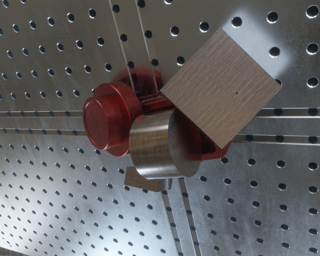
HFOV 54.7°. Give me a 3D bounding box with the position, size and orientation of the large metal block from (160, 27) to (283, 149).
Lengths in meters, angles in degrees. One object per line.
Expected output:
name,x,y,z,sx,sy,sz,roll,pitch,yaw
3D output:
large metal block,0.057,-0.038,0.311,0.080,0.050,0.080,43,92,-3

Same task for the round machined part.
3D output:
round machined part,-0.065,-0.009,0.400,0.098,0.042,0.097,21,119,46

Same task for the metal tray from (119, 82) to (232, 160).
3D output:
metal tray,0.014,0.001,0.398,0.130,0.030,0.090,-12,113,33

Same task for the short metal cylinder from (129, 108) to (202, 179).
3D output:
short metal cylinder,0.009,0.019,0.362,0.050,0.080,0.080,-10,114,31

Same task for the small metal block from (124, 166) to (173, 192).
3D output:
small metal block,-0.015,0.071,0.439,0.050,0.050,0.025,8,88,25
